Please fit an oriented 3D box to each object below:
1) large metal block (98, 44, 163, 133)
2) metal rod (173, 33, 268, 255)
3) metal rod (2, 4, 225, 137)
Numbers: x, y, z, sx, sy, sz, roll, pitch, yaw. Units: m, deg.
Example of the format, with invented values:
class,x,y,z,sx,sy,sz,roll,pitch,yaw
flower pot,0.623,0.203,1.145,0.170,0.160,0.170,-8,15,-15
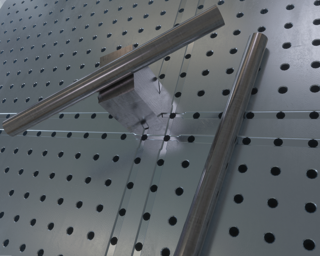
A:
class,x,y,z,sx,sy,sz,roll,pitch,yaw
large metal block,-0.039,-0.052,0.425,0.050,0.080,0.080,-18,55,18
metal rod,0.076,0.012,0.360,0.025,0.025,0.300,10,66,32
metal rod,-0.065,-0.063,0.378,0.301,0.025,0.025,-26,53,12
